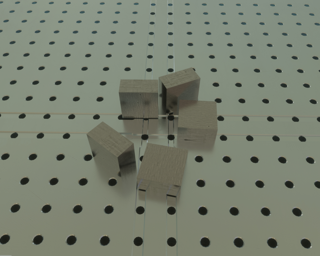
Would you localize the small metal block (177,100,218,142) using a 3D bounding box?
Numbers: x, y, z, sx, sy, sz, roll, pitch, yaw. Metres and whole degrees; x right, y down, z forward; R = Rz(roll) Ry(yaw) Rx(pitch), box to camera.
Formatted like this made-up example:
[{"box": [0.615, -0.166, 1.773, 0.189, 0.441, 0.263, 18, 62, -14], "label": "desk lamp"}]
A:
[{"box": [0.050, -0.011, 0.417, 0.050, 0.025, 0.050, 4, 50, 3], "label": "small metal block"}]

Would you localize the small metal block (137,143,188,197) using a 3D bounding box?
[{"box": [0.004, 0.049, 0.367, 0.050, 0.025, 0.050, 10, 51, 8], "label": "small metal block"}]

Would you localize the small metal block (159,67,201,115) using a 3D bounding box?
[{"box": [0.026, -0.052, 0.435, 0.050, 0.050, 0.025, -19, 53, -15], "label": "small metal block"}]

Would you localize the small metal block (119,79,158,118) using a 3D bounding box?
[{"box": [-0.028, -0.039, 0.425, 0.050, 0.050, 0.025, 0, 50, 0], "label": "small metal block"}]

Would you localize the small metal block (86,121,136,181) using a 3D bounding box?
[{"box": [-0.057, 0.028, 0.368, 0.050, 0.050, 0.025, 33, 58, 24], "label": "small metal block"}]
